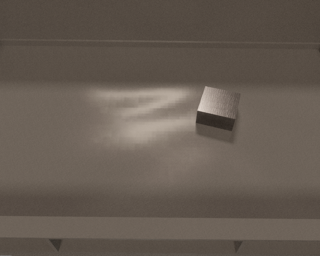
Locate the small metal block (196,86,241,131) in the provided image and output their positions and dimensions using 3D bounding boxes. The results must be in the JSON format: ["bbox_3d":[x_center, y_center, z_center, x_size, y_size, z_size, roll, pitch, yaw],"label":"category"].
[{"bbox_3d":[0.081,-0.027,0.429,0.050,0.025,0.050,14,51,11],"label":"small metal block"}]
